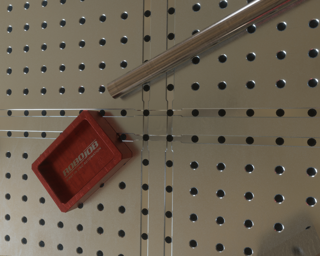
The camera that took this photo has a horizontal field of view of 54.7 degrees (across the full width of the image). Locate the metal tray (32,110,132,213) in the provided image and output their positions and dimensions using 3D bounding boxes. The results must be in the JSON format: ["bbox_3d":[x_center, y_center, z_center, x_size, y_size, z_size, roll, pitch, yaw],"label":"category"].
[{"bbox_3d":[-0.116,0.048,0.450,0.130,0.030,0.090,-43,77,14],"label":"metal tray"}]

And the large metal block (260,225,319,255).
[{"bbox_3d":[0.150,0.157,0.330,0.080,0.080,0.050,-38,78,16],"label":"large metal block"}]

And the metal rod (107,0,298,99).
[{"bbox_3d":[0.062,-0.114,0.390,0.300,0.025,0.025,-26,82,18],"label":"metal rod"}]
